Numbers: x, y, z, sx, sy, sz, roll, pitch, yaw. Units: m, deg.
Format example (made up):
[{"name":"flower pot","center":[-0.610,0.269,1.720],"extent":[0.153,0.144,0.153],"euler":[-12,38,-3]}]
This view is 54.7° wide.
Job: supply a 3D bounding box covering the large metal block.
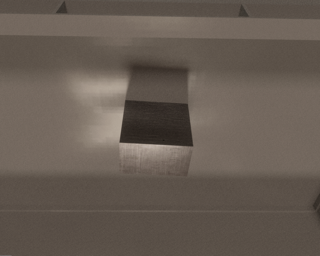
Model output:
[{"name":"large metal block","center":[-0.006,0.011,0.382],"extent":[0.081,0.080,0.050],"euler":[3,130,-3]}]
